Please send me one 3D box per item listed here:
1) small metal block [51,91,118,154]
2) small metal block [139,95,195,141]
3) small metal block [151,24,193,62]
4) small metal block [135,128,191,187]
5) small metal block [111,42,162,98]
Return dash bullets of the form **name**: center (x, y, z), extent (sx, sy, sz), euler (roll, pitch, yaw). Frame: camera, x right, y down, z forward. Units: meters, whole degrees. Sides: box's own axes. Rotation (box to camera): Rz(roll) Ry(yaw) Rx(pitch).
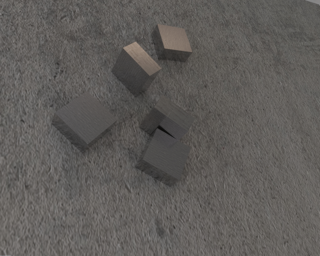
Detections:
- **small metal block**: center (-0.088, -0.007, 0.361), extent (0.050, 0.025, 0.050), euler (44, 51, 2)
- **small metal block**: center (0.008, -0.007, 0.396), extent (0.050, 0.050, 0.025), euler (35, 51, -5)
- **small metal block**: center (0.018, -0.135, 0.496), extent (0.050, 0.025, 0.050), euler (0, 62, -28)
- **small metal block**: center (0.004, 0.036, 0.384), extent (0.050, 0.025, 0.050), euler (31, 52, -9)
- **small metal block**: center (-0.033, -0.078, 0.417), extent (0.050, 0.050, 0.025), euler (47, 51, 4)
